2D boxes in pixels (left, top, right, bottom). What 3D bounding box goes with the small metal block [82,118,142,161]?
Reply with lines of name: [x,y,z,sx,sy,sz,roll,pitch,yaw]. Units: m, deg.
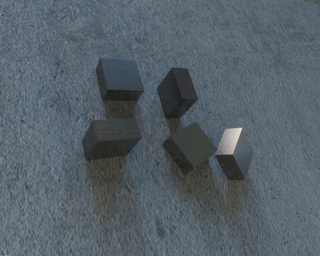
small metal block: [-0.055,0.013,0.350,0.050,0.050,0.025,-5,64,-30]

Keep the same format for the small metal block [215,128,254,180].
small metal block: [0.102,0.036,0.422,0.050,0.025,0.050,59,44,-30]

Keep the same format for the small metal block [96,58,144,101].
small metal block: [-0.054,-0.064,0.414,0.050,0.025,0.050,-2,63,-29]

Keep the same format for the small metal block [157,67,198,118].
small metal block: [0.023,-0.048,0.429,0.025,0.050,0.050,-1,62,-29]

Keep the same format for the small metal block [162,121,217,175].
small metal block: [0.040,0.026,0.409,0.050,0.025,0.050,-28,77,-37]
